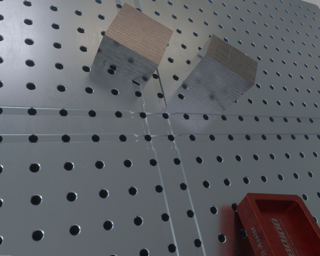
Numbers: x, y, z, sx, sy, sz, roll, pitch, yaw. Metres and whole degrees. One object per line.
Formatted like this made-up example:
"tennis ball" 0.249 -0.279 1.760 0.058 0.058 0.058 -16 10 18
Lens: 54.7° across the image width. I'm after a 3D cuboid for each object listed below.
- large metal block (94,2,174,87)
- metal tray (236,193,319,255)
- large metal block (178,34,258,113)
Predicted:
"large metal block" -0.036 -0.120 0.446 0.080 0.050 0.080 28 52 -11
"metal tray" 0.158 0.142 0.374 0.091 0.030 0.130 7 40 -21
"large metal block" 0.087 -0.079 0.468 0.080 0.080 0.050 29 52 -10
